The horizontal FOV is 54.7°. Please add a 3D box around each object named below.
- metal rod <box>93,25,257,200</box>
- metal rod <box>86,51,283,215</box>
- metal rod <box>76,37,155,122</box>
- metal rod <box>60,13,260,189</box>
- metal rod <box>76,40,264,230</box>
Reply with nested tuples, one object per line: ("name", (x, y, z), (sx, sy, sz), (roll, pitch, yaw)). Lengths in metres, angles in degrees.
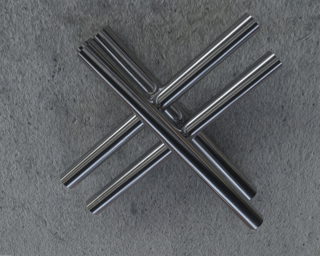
("metal rod", (0.029, -0.010, 0.408), (0.025, 0.025, 0.300), (-40, 106, 13))
("metal rod", (0.021, 0.014, 0.390), (0.300, 0.025, 0.025), (-40, 106, 13))
("metal rod", (0.008, 0.004, 0.412), (0.025, 0.025, 0.300), (-40, 106, 13))
("metal rod", (-0.010, -0.024, 0.375), (0.300, 0.025, 0.025), (-40, 106, 13))
("metal rod", (0.023, 0.019, 0.365), (0.025, 0.025, 0.300), (-41, 106, 13))
